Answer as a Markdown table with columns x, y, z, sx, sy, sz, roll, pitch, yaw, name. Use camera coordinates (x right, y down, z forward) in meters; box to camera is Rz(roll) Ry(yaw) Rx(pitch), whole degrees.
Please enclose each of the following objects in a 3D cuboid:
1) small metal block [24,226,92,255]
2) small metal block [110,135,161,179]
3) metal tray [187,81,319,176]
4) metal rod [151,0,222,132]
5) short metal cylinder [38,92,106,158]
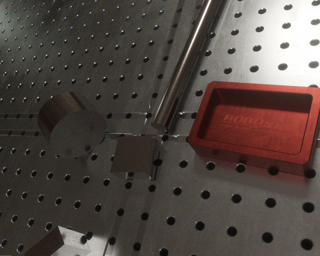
| x | y | z | sx | sy | sz | roll | pitch | yaw | name |
| --- | --- | --- | --- | --- | --- | --- | --- | --- | --- |
| -0.118 | 0.146 | 0.363 | 0.050 | 0.050 | 0.025 | -40 | 51 | 1 | small metal block |
| -0.031 | 0.038 | 0.400 | 0.050 | 0.025 | 0.050 | -4 | 60 | 26 | small metal block |
| 0.107 | -0.005 | 0.351 | 0.130 | 0.030 | 0.090 | 9 | 66 | 31 | metal tray |
| 0.054 | -0.131 | 0.458 | 0.025 | 0.025 | 0.300 | 10 | 66 | 32 | metal rod |
| -0.124 | -0.004 | 0.439 | 0.080 | 0.080 | 0.050 | -44 | 51 | -2 | short metal cylinder |
